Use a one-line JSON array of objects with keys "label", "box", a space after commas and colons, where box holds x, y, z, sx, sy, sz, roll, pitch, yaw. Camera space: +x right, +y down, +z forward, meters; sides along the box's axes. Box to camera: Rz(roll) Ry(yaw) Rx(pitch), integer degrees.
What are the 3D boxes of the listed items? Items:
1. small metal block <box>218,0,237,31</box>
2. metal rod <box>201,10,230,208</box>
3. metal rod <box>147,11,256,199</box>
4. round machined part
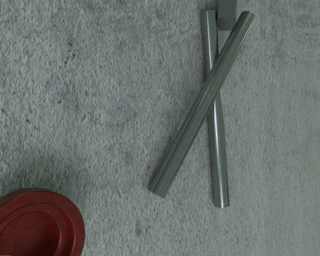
[{"label": "small metal block", "box": [0.106, -0.185, 0.480, 0.050, 0.025, 0.050, 16, 78, -75]}, {"label": "metal rod", "box": [0.086, -0.026, 0.479, 0.025, 0.025, 0.298, -8, 95, -40]}, {"label": "metal rod", "box": [0.065, -0.041, 0.437, 0.025, 0.025, 0.300, 38, 74, -34]}, {"label": "round machined part", "box": [-0.125, 0.105, 0.290, 0.099, 0.042, 0.097, 0, 90, -40]}]
